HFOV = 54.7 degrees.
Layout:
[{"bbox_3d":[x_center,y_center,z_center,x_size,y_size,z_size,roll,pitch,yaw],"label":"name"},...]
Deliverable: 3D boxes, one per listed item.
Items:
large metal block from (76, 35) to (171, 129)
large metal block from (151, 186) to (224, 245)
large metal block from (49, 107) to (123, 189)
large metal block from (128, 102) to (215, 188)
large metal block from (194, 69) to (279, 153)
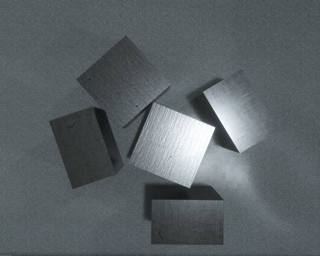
[{"bbox_3d":[-0.044,-0.055,0.397,0.080,0.050,0.080,-42,91,0],"label":"large metal block"},{"bbox_3d":[0.031,0.104,0.384,0.081,0.080,0.050,1,90,-1],"label":"large metal block"},{"bbox_3d":[-0.086,0.022,0.382,0.050,0.080,0.080,-19,90,0],"label":"large metal block"},{"bbox_3d":[0.014,0.021,0.398,0.080,0.050,0.080,22,90,-1],"label":"large metal block"},{"bbox_3d":[0.090,-0.019,0.383,0.050,0.080,0.080,-31,90,0],"label":"large metal block"}]
